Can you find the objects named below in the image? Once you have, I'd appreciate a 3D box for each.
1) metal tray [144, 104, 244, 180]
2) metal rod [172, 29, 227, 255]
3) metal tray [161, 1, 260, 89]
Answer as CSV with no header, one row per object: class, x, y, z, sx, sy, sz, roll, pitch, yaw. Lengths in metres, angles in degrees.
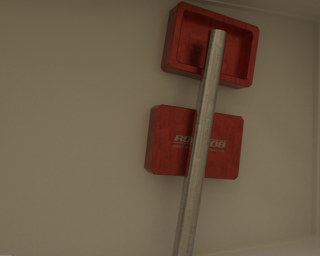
metal tray,0.049,0.021,0.427,0.131,0.030,0.089,7,88,-20
metal rod,0.051,0.022,0.398,0.025,0.025,0.298,11,86,-20
metal tray,0.073,-0.112,0.435,0.131,0.030,0.089,10,87,-20
